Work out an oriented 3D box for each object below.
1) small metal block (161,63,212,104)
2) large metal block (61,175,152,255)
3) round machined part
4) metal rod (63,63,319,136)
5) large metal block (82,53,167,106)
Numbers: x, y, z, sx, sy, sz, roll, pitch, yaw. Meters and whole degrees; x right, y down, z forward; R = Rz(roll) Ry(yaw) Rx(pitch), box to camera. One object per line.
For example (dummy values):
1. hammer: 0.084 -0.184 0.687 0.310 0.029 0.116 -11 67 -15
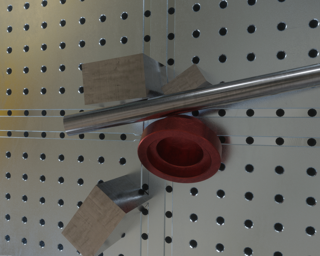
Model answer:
1. small metal block: 0.036 -0.051 0.387 0.050 0.050 0.025 -34 79 17
2. large metal block: -0.067 0.114 0.407 0.050 0.080 0.080 40 103 15
3. round machined part: 0.025 0.022 0.376 0.098 0.042 0.097 7 136 7
4. metal rod: 0.042 -0.032 0.351 0.302 0.025 0.025 -11 86 2
5. large metal block: -0.041 -0.056 0.398 0.080 0.080 0.050 -5 88 20
